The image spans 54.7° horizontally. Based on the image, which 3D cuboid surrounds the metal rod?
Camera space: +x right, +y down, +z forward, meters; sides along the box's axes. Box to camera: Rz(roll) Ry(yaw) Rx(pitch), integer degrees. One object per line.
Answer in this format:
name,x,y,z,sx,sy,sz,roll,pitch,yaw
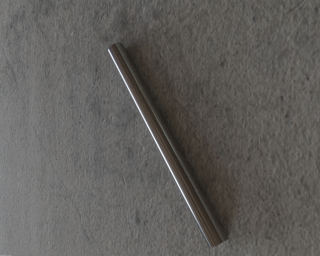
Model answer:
metal rod,0.001,0.007,0.401,0.025,0.025,0.299,-42,65,32
